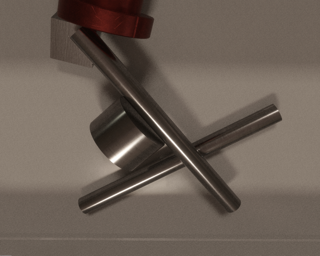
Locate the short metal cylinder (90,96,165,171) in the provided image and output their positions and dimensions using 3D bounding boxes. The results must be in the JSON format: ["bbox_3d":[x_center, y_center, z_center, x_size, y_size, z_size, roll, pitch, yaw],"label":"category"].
[{"bbox_3d":[-0.039,0.006,0.384,0.050,0.080,0.080,-40,106,13],"label":"short metal cylinder"}]

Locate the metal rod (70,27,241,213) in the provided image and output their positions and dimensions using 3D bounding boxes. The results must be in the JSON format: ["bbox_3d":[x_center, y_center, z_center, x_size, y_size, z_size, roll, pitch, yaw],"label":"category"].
[{"bbox_3d":[0.007,0.001,0.380,0.025,0.025,0.300,-37,110,12],"label":"metal rod"}]

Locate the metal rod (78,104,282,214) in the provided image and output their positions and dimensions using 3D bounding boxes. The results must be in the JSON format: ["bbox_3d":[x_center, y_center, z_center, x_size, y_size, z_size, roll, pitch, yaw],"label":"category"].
[{"bbox_3d":[0.021,0.046,0.428,0.301,0.025,0.025,-27,108,9],"label":"metal rod"}]

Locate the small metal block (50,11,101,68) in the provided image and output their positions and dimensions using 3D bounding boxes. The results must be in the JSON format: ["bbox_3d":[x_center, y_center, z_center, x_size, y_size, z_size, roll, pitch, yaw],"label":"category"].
[{"bbox_3d":[-0.099,-0.104,0.364,0.050,0.025,0.050,13,129,-6],"label":"small metal block"}]

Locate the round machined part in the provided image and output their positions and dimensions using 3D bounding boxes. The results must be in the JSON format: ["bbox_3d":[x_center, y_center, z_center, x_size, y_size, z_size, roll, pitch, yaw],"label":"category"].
[{"bbox_3d":[-0.053,-0.128,0.324,0.099,0.098,0.042,13,112,-5],"label":"round machined part"}]
